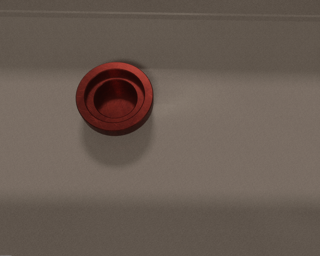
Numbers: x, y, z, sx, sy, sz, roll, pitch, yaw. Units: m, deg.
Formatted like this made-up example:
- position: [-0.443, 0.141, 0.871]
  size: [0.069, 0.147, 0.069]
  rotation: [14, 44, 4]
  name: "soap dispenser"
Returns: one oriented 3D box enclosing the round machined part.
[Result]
- position: [-0.058, -0.035, 0.413]
  size: [0.099, 0.042, 0.098]
  rotation: [0, 70, -1]
  name: "round machined part"
